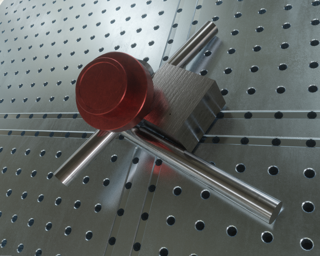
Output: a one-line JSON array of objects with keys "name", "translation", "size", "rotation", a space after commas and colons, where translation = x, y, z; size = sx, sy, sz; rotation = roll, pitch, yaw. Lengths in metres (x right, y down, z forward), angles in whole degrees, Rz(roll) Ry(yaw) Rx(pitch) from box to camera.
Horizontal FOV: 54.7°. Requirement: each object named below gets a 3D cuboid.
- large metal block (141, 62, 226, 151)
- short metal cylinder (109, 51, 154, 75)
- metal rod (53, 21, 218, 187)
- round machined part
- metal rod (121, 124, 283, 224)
[{"name": "large metal block", "translation": [0.022, -0.027, 0.391], "size": [0.080, 0.050, 0.080], "rotation": [29, 77, 37]}, {"name": "short metal cylinder", "translation": [-0.053, -0.063, 0.437], "size": [0.050, 0.080, 0.080], "rotation": [28, 77, 37]}, {"name": "metal rod", "translation": [-0.023, -0.042, 0.420], "size": [0.025, 0.025, 0.301], "rotation": [31, 71, 37]}, {"name": "round machined part", "translation": [-0.061, -0.045, 0.371], "size": [0.098, 0.042, 0.097], "rotation": [-3, 80, 20]}, {"name": "metal rod", "translation": [0.005, 0.026, 0.387], "size": [0.300, 0.025, 0.025], "rotation": [28, 77, 37]}]
